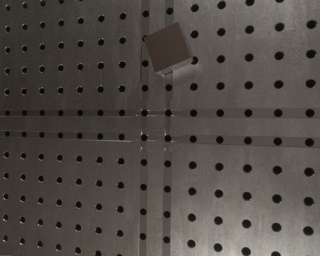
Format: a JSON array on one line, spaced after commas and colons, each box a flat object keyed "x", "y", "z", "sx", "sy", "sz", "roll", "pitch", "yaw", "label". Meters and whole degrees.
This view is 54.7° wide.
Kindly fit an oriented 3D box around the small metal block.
[{"x": 0.013, "y": -0.103, "z": 0.407, "sx": 0.050, "sy": 0.025, "sz": 0.050, "roll": -20, "pitch": 84, "yaw": 18, "label": "small metal block"}]
